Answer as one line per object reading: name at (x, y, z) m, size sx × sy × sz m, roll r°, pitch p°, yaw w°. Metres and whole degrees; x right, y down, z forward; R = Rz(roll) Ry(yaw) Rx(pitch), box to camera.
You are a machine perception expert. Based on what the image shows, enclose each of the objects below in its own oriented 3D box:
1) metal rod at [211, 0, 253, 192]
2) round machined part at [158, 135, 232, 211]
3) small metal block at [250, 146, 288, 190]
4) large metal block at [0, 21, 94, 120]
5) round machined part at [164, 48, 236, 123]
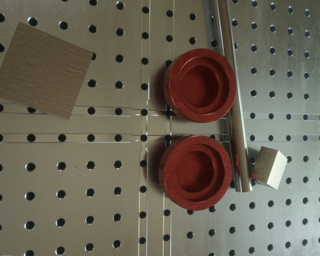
metal rod at (0.104, -0.056, 0.450) m, size 0.025 × 0.025 × 0.298 m, roll -9°, pitch 93°, yaw -20°
round machined part at (0.044, 0.058, 0.420) m, size 0.099 × 0.042 × 0.097 m, roll 0°, pitch 90°, yaw -20°
small metal block at (0.163, 0.060, 0.461) m, size 0.050 × 0.025 × 0.050 m, roll 31°, pitch 78°, yaw -48°
large metal block at (-0.131, -0.060, 0.351) m, size 0.080 × 0.050 × 0.080 m, roll 20°, pitch 83°, yaw -19°
round machined part at (0.051, -0.056, 0.422) m, size 0.099 × 0.042 × 0.097 m, roll 0°, pitch 91°, yaw -20°
